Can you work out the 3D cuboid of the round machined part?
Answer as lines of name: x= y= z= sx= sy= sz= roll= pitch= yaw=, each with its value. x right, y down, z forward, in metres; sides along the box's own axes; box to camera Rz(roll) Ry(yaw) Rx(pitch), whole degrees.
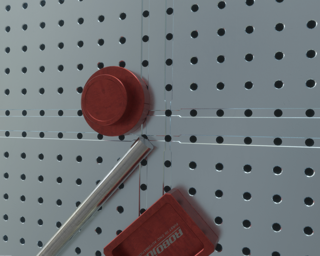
round machined part: x=-0.067 y=-0.037 z=0.426 sx=0.098 sy=0.042 sz=0.097 roll=0 pitch=90 yaw=19

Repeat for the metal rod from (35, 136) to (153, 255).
metal rod: x=-0.115 y=0.128 z=0.451 sx=0.025 sy=0.025 sz=0.299 roll=45 pitch=103 yaw=14

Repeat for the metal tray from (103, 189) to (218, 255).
metal tray: x=-0.001 y=0.156 z=0.409 sx=0.130 sy=0.030 sz=0.090 roll=-44 pitch=77 yaw=14
